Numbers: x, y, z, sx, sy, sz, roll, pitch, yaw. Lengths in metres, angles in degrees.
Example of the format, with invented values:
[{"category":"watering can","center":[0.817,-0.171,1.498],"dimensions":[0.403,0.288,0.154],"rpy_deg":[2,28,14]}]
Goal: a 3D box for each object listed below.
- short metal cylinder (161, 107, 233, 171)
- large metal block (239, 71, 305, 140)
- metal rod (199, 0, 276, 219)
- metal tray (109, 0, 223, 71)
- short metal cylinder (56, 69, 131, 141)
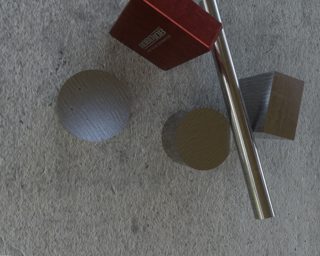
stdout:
[{"category":"short metal cylinder","center":[0.048,0.014,0.414],"dimensions":[0.081,0.050,0.079],"rpy_deg":[0,90,-20]},{"category":"large metal block","center":[0.145,-0.028,0.433],"dimensions":[0.050,0.080,0.080],"rpy_deg":[13,86,-20]},{"category":"metal rod","center":[0.099,-0.033,0.409],"dimensions":[0.025,0.025,0.299],"rpy_deg":[-9,80,-20]},{"category":"metal tray","center":[-0.001,-0.111,0.353],"dimensions":[0.090,0.130,0.030],"rpy_deg":[31,80,-18]},{"category":"short metal cylinder","center":[-0.080,-0.025,0.366],"dimensions":[0.081,0.050,0.079],"rpy_deg":[0,90,-20]}]
